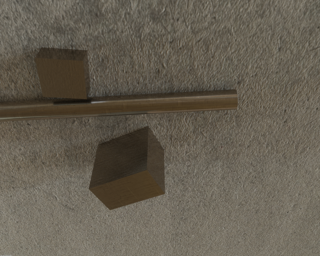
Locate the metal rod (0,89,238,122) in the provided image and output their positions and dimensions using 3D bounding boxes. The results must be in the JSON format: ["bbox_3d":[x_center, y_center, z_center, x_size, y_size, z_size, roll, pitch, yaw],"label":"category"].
[{"bbox_3d":[-0.058,-0.027,0.382,0.302,0.025,0.025,-3,130,2],"label":"metal rod"}]

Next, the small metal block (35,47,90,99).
[{"bbox_3d":[-0.109,-0.062,0.353,0.050,0.025,0.050,3,130,-3],"label":"small metal block"}]

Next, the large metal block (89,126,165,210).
[{"bbox_3d":[-0.041,0.053,0.416,0.080,0.080,0.050,-20,128,16],"label":"large metal block"}]
